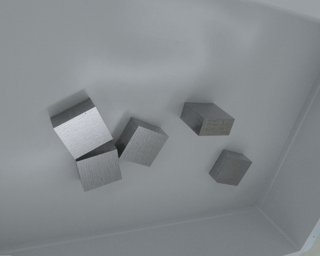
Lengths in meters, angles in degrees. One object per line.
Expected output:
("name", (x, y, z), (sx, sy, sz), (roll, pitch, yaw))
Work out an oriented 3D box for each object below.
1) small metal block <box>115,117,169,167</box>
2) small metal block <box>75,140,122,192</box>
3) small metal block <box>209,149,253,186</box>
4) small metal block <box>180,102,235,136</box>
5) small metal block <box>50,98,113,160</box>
("small metal block", (-0.025, 0.019, 0.408), (0.050, 0.025, 0.050), (21, 107, -37))
("small metal block", (-0.080, 0.048, 0.396), (0.050, 0.025, 0.050), (-17, 125, -19))
("small metal block", (0.118, 0.067, 0.517), (0.050, 0.025, 0.050), (15, 110, -35))
("small metal block", (0.064, -0.013, 0.421), (0.050, 0.050, 0.025), (0, 119, -29))
("small metal block", (-0.091, 0.001, 0.361), (0.050, 0.025, 0.050), (-29, 129, -10))
